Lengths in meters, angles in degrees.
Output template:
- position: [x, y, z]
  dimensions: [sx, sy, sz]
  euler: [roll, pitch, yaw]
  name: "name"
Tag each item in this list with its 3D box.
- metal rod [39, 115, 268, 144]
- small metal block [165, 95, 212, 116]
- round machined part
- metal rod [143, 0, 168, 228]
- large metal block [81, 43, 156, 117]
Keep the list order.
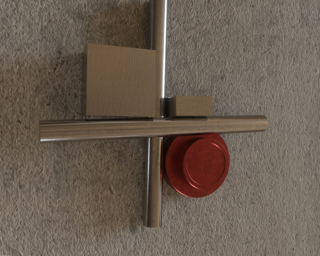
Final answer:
- position: [0.011, -0.001, 0.389]
  dimensions: [0.303, 0.025, 0.025]
  euler: [-2, 91, -24]
  name: "metal rod"
- position: [0.035, -0.028, 0.411]
  dimensions: [0.050, 0.050, 0.025]
  euler: [-2, 91, -20]
  name: "small metal block"
- position: [0.054, 0.047, 0.421]
  dimensions: [0.099, 0.042, 0.097]
  euler: [0, 90, -21]
  name: "round machined part"
- position: [-0.006, -0.022, 0.409]
  dimensions: [0.025, 0.025, 0.298]
  euler: [2, 89, -20]
  name: "metal rod"
- position: [-0.051, -0.053, 0.378]
  dimensions: [0.081, 0.050, 0.079]
  euler: [1, 90, -21]
  name: "large metal block"
